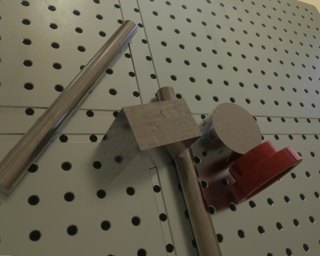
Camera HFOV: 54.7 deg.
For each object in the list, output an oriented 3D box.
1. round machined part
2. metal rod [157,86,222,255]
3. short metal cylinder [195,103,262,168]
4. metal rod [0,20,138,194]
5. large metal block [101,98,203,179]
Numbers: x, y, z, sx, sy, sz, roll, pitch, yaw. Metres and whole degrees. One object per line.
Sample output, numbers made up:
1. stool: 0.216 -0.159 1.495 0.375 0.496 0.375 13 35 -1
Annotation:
1. round machined part: 0.129 0.053 0.402 0.099 0.097 0.042 -16 61 -35
2. metal rod: 0.041 0.079 0.383 0.025 0.025 0.299 0 62 -29
3. short metal cylinder: 0.095 0.011 0.439 0.081 0.050 0.080 14 56 -21
4. metal rod: -0.100 -0.050 0.385 0.025 0.025 0.301 33 51 -7
5. large metal block: -0.012 0.012 0.360 0.081 0.080 0.050 -12 68 -33
